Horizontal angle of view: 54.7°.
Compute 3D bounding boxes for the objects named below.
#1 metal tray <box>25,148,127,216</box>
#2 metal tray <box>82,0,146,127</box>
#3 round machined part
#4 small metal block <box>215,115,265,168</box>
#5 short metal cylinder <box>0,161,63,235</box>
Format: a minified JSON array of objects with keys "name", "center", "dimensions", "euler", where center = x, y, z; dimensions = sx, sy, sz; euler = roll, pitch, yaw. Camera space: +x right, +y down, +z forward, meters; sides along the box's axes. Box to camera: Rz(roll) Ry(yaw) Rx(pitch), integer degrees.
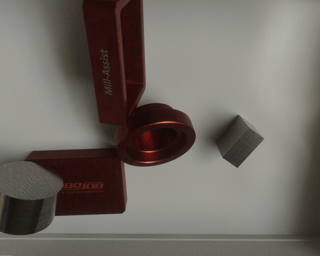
[{"name":"metal tray","center":[-0.116,0.077,0.435],"dimensions":[0.131,0.030,0.089],"euler":[-2,110,0]},{"name":"metal tray","center":[-0.042,-0.078,0.327],"dimensions":[0.030,0.090,0.129],"euler":[7,128,9]},{"name":"round machined part","center":[-0.008,0.006,0.388],"dimensions":[0.099,0.042,0.098],"euler":[-11,146,-7]},{"name":"small metal block","center":[0.103,0.016,0.406],"dimensions":[0.025,0.050,0.050],"euler":[35,106,-12]},{"name":"short metal cylinder","center":[-0.165,0.083,0.378],"dimensions":[0.080,0.080,0.050],"euler":[17,109,-7]}]
